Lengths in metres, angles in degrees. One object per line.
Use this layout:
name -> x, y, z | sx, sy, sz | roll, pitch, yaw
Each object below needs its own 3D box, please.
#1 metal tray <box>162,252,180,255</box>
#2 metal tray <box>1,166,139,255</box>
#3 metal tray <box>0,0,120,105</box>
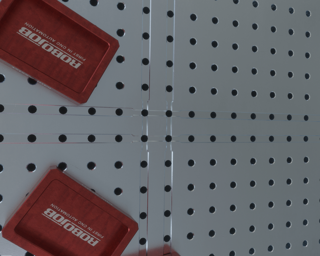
metal tray -> -0.004, 0.242, 0.409 | 0.091, 0.030, 0.129 | -6, 92, -20
metal tray -> -0.103, 0.118, 0.371 | 0.130, 0.030, 0.090 | 39, 78, -16
metal tray -> -0.126, -0.096, 0.363 | 0.130, 0.030, 0.090 | 31, 80, -18
